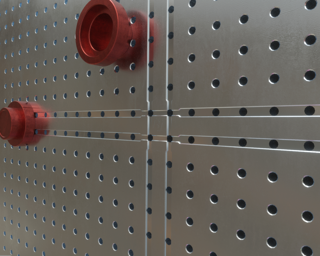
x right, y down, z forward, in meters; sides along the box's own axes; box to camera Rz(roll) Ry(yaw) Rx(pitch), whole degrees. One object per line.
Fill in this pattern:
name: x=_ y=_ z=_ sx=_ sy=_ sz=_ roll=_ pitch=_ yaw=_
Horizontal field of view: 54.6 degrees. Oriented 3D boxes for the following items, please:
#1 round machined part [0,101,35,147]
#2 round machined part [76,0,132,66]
round machined part: x=-0.309 y=-0.009 z=0.656 sx=0.098 sy=0.042 sz=0.097 roll=0 pitch=90 yaw=40
round machined part: x=-0.080 y=-0.141 z=0.466 sx=0.098 sy=0.042 sz=0.097 roll=0 pitch=90 yaw=40
